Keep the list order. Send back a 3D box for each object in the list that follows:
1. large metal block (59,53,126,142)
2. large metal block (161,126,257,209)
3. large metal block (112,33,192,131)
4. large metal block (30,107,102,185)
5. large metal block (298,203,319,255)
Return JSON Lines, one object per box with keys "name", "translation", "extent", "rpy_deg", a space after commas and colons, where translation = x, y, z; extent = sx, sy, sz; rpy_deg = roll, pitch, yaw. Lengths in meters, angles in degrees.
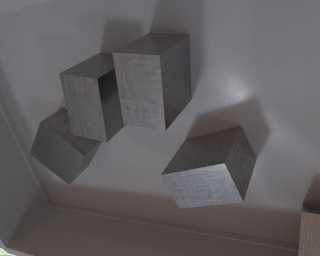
{"name": "large metal block", "translation": [-0.070, -0.041, 0.383], "extent": [0.050, 0.080, 0.079], "rpy_deg": [11, 123, 22]}
{"name": "large metal block", "translation": [0.061, 0.046, 0.369], "extent": [0.080, 0.080, 0.050], "rpy_deg": [-16, 110, 34]}
{"name": "large metal block", "translation": [-0.004, -0.054, 0.340], "extent": [0.050, 0.080, 0.079], "rpy_deg": [9, 122, 23]}
{"name": "large metal block", "translation": [-0.147, 0.029, 0.485], "extent": [0.080, 0.050, 0.080], "rpy_deg": [38, 129, 2]}
{"name": "large metal block", "translation": [0.201, 0.136, 0.349], "extent": [0.080, 0.050, 0.079], "rpy_deg": [4, 89, 25]}
